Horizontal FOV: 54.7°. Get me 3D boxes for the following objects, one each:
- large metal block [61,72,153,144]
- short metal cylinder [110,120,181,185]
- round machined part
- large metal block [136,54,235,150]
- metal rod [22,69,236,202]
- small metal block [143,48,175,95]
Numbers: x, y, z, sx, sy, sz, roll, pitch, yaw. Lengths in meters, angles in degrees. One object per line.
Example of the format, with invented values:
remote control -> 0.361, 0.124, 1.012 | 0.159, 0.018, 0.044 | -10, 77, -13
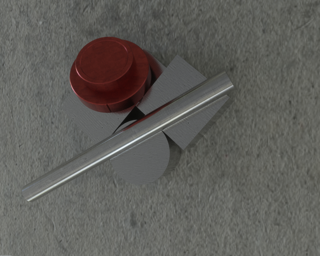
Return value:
large metal block -> -0.071, -0.029, 0.420 | 0.080, 0.050, 0.080 | 44, 103, 14
short metal cylinder -> -0.018, 0.029, 0.402 | 0.080, 0.050, 0.079 | 0, 90, 19
round machined part -> -0.062, -0.071, 0.375 | 0.099, 0.042, 0.098 | -3, 64, 6
large metal block -> 0.032, -0.031, 0.385 | 0.080, 0.050, 0.080 | 43, 103, 14
metal rod -> -0.050, 0.018, 0.374 | 0.300, 0.025, 0.025 | -29, 81, 17
small metal block -> -0.015, -0.069, 0.414 | 0.050, 0.025, 0.050 | 44, 103, 14
